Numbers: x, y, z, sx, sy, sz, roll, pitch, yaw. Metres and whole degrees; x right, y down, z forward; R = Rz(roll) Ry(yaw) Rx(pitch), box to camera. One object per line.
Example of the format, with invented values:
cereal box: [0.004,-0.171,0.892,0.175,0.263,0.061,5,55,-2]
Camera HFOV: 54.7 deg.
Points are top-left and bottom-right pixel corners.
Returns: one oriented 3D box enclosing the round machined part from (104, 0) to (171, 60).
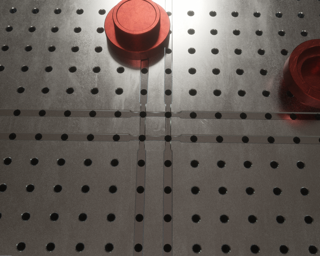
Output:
round machined part: [-0.033,-0.154,0.459,0.099,0.042,0.098,0,70,-1]

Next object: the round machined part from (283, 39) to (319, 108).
round machined part: [0.221,-0.071,0.431,0.099,0.042,0.098,0,70,-1]
